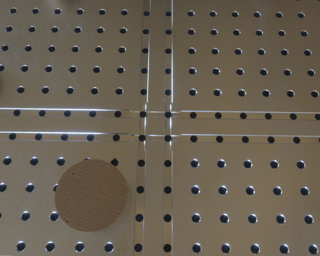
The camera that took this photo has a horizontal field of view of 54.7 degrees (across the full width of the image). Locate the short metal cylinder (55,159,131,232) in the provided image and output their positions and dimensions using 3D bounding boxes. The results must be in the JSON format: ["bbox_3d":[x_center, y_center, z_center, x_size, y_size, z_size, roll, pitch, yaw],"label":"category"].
[{"bbox_3d":[-0.076,0.082,0.368,0.081,0.050,0.080,0,70,0],"label":"short metal cylinder"}]
